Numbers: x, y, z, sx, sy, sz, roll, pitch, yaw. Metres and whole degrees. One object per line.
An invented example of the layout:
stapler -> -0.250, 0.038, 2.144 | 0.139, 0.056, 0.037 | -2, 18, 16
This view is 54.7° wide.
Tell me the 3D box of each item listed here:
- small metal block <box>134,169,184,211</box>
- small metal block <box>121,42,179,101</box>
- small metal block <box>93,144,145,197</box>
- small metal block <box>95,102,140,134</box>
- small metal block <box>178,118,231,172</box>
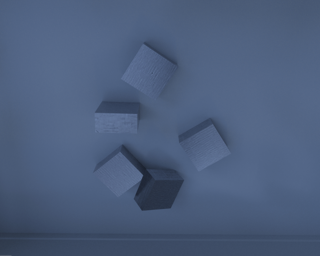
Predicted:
small metal block -> -0.001, 0.085, 0.430 | 0.050, 0.025, 0.050 | 7, 114, -38
small metal block -> -0.013, -0.070, 0.385 | 0.050, 0.025, 0.050 | 32, 107, -11
small metal block -> -0.056, 0.060, 0.433 | 0.050, 0.025, 0.050 | -38, 106, 13
small metal block -> -0.052, -0.014, 0.392 | 0.050, 0.050, 0.025 | 2, 110, -1
small metal block -> 0.060, 0.023, 0.420 | 0.050, 0.025, 0.050 | -31, 107, 10
